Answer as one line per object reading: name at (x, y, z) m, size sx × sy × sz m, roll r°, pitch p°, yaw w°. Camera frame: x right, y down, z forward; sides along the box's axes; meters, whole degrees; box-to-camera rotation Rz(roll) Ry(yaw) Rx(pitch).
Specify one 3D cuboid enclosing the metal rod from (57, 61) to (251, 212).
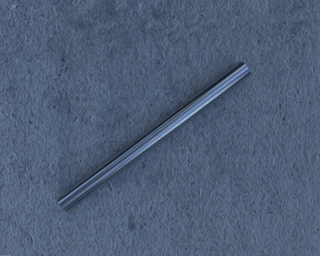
metal rod at (-0.007, 0.011, 0.411) m, size 0.301 × 0.025 × 0.025 m, roll -37°, pitch 90°, yaw -1°
